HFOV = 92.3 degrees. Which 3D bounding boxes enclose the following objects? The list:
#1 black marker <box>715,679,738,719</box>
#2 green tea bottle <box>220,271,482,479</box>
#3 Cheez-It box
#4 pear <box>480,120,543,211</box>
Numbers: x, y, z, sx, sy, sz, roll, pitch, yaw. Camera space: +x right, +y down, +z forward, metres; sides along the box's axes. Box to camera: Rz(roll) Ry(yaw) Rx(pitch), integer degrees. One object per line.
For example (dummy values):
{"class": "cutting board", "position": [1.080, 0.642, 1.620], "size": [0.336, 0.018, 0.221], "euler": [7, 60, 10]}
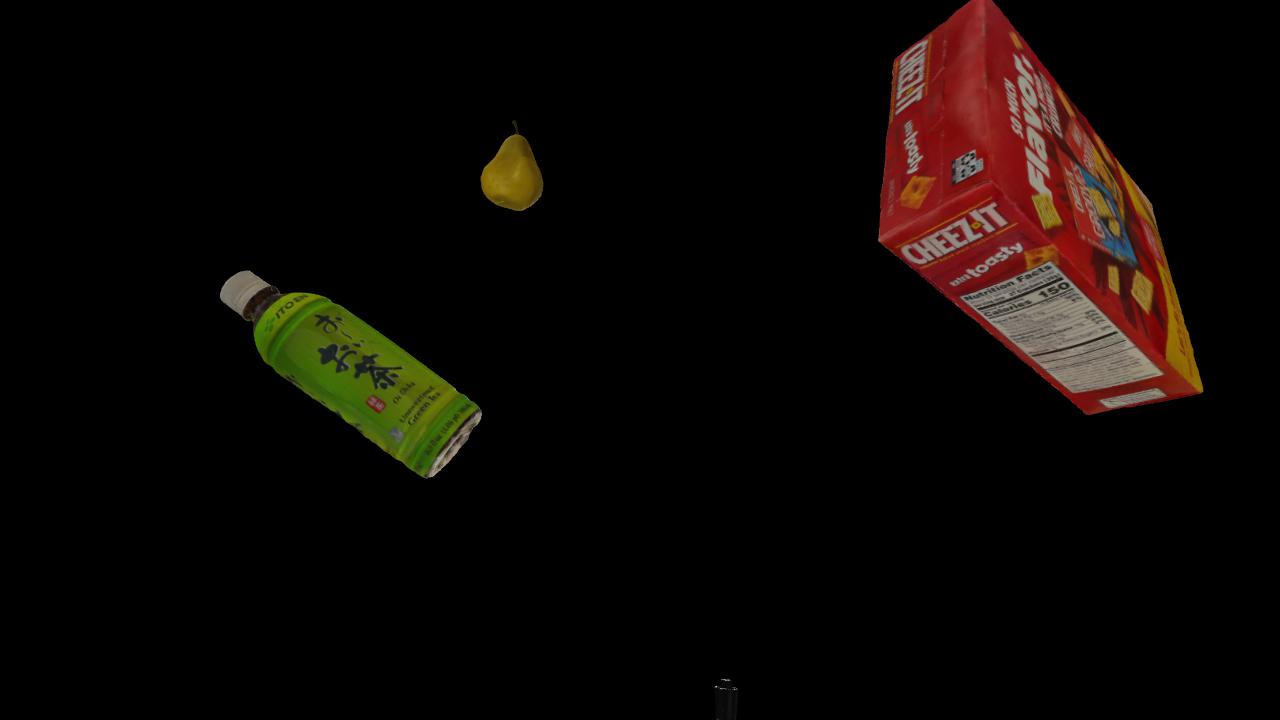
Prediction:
{"class": "black marker", "position": [0.065, 0.312, 0.470], "size": [0.020, 0.121, 0.020], "euler": [4, -20, 1]}
{"class": "green tea bottle", "position": [-0.228, 0.005, 0.479], "size": [0.212, 0.073, 0.073], "euler": [36, 0, 0]}
{"class": "Cheez-It box", "position": [0.248, -0.088, 0.384], "size": [0.223, 0.166, 0.071], "euler": [31, -33, -24]}
{"class": "pear", "position": [-0.161, -0.255, 0.808], "size": [0.080, 0.111, 0.080], "euler": [16, -3, 1]}
